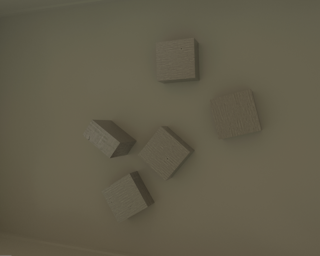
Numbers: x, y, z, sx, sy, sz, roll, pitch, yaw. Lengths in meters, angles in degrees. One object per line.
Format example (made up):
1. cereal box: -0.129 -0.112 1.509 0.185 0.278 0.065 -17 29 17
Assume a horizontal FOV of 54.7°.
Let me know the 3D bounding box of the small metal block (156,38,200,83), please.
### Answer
1. small metal block: 0.023 -0.086 0.402 0.050 0.025 0.050 -2 89 20

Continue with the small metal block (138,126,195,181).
1. small metal block: 0.008 0.033 0.407 0.050 0.025 0.050 42 103 15

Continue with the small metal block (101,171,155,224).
1. small metal block: -0.044 0.094 0.426 0.050 0.025 0.050 -33 79 17

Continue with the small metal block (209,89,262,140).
1. small metal block: 0.092 -0.016 0.378 0.050 0.025 0.050 -14 85 19

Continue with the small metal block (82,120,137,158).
1. small metal block: -0.067 0.014 0.421 0.050 0.050 0.025 38 102 16
